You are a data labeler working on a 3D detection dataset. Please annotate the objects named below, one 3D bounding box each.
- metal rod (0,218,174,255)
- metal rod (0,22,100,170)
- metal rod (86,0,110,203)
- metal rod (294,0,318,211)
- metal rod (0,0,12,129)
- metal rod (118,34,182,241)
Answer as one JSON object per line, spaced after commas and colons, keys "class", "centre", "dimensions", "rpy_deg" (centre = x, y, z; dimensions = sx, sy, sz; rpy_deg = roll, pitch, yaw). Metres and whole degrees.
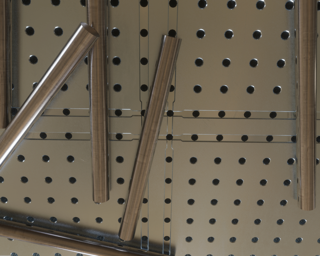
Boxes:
{"class": "metal rod", "centre": [-0.122, 0.180, 0.478], "dimensions": [0.302, 0.025, 0.025], "rpy_deg": [15, 110, -6]}
{"class": "metal rod", "centre": [-0.175, -0.008, 0.395], "dimensions": [0.025, 0.025, 0.299], "rpy_deg": [39, 110, -13]}
{"class": "metal rod", "centre": [-0.079, -0.038, 0.398], "dimensions": [0.025, 0.025, 0.298], "rpy_deg": [2, 110, -1]}
{"class": "metal rod", "centre": [0.191, -0.024, 0.405], "dimensions": [0.025, 0.025, 0.298], "rpy_deg": [-9, 110, 3]}
{"class": "metal rod", "centre": [-0.185, -0.142, 0.359], "dimensions": [0.025, 0.025, 0.298], "rpy_deg": [9, 110, -3]}
{"class": "metal rod", "centre": [-0.018, 0.027, 0.422], "dimensions": [0.025, 0.025, 0.298], "rpy_deg": [12, 110, -5]}
